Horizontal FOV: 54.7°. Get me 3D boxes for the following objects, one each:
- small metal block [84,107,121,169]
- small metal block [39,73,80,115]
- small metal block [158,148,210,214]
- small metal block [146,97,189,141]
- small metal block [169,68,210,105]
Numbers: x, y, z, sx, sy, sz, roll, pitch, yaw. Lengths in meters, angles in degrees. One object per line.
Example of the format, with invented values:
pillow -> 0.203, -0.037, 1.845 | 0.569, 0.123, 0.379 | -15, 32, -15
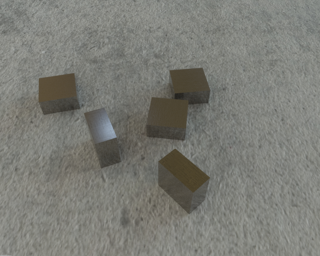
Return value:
small metal block -> -0.069, 0.012, 0.376 | 0.025, 0.050, 0.050 | -18, 53, -14
small metal block -> -0.144, -0.049, 0.443 | 0.050, 0.025, 0.050 | -10, 51, -9
small metal block -> 0.024, 0.059, 0.338 | 0.025, 0.050, 0.050 | -36, 59, -26
small metal block -> 0.011, -0.013, 0.414 | 0.050, 0.025, 0.050 | 6, 50, 4
small metal block -> 0.042, -0.061, 0.455 | 0.050, 0.025, 0.050 | -5, 50, -5
